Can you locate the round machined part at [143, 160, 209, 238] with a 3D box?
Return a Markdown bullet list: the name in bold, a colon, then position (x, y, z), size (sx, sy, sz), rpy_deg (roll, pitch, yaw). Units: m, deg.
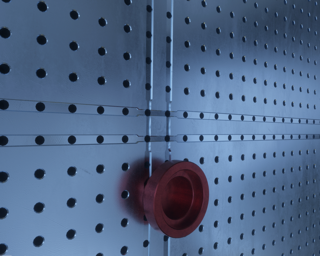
- **round machined part**: position (0.017, 0.091, 0.411), size (0.099, 0.042, 0.097), rpy_deg (0, 90, -40)
